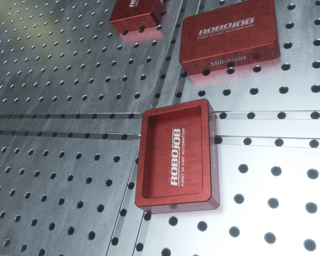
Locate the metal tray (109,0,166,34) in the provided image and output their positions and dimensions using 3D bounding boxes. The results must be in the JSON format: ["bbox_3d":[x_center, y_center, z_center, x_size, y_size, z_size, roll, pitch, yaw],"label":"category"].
[{"bbox_3d":[-0.033,-0.239,0.570,0.090,0.030,0.130,-1,61,27],"label":"metal tray"}]

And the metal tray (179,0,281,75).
[{"bbox_3d":[0.095,-0.129,0.435,0.130,0.030,0.090,-7,58,24],"label":"metal tray"}]

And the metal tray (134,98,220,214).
[{"bbox_3d":[0.021,0.032,0.374,0.090,0.030,0.130,-11,57,22],"label":"metal tray"}]
